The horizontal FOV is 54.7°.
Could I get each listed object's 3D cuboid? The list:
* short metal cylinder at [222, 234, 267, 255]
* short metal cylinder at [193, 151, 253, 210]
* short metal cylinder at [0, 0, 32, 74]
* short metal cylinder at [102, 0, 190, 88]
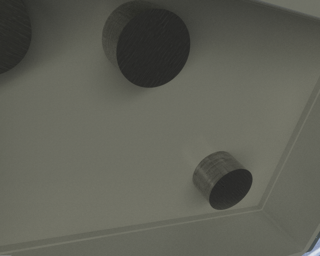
[{"bbox_3d":[0.180,0.277,0.664,0.081,0.050,0.079,-14,124,-21],"label":"short metal cylinder"},{"bbox_3d":[0.100,0.084,0.499,0.081,0.050,0.079,-14,124,-21],"label":"short metal cylinder"},{"bbox_3d":[-0.152,-0.088,0.255,0.081,0.050,0.079,-14,124,-21],"label":"short metal cylinder"},{"bbox_3d":[-0.015,-0.089,0.329,0.081,0.050,0.079,-14,124,-21],"label":"short metal cylinder"}]
